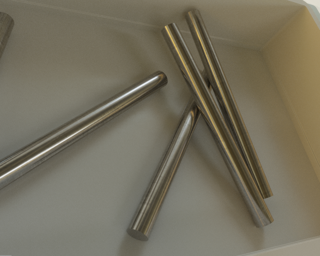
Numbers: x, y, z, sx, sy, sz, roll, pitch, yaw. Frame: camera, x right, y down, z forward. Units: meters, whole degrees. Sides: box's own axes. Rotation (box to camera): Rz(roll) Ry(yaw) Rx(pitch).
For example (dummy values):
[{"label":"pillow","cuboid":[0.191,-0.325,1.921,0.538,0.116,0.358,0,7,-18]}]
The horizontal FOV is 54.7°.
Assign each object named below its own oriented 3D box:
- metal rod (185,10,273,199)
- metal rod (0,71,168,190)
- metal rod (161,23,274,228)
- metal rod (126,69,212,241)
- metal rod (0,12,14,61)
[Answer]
[{"label":"metal rod","cuboid":[0.098,-0.042,0.459,0.025,0.025,0.299,-10,75,-33]},{"label":"metal rod","cuboid":[-0.092,-0.001,0.357,0.025,0.025,0.302,49,51,5]},{"label":"metal rod","cuboid":[0.075,-0.009,0.426,0.025,0.025,0.299,-19,81,-36]},{"label":"metal rod","cuboid":[0.031,0.008,0.418,0.025,0.025,0.301,33,51,-7]},{"label":"metal rod","cuboid":[-0.187,-0.013,0.293,0.025,0.025,0.300,14,50,-21]}]
